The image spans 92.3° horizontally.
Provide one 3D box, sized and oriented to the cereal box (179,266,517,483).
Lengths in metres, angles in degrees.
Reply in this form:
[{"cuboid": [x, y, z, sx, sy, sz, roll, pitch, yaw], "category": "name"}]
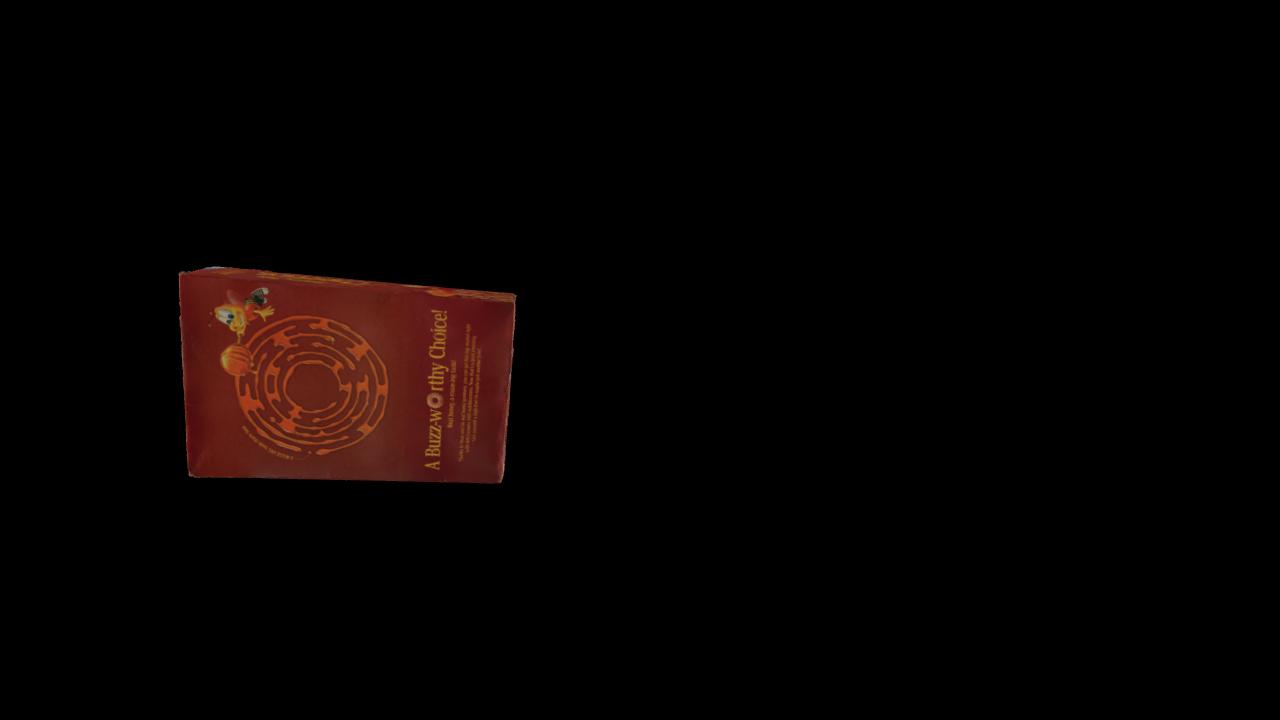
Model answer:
[{"cuboid": [-0.289, 0.019, 0.637, 0.306, 0.203, 0.081, 4, 13, -12], "category": "cereal box"}]
